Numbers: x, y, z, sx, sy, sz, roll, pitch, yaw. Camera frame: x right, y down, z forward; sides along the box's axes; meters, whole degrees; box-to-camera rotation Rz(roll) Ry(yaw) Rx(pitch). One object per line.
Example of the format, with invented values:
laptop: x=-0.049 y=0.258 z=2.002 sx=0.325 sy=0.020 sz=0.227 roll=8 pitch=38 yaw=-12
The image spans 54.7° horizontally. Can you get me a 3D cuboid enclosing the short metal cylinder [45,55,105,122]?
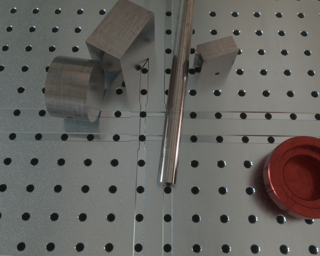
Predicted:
short metal cylinder: x=-0.107 y=-0.050 z=0.400 sx=0.050 sy=0.080 sz=0.080 roll=8 pitch=70 yaw=3

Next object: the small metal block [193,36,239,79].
small metal block: x=0.077 y=-0.099 z=0.435 sx=0.050 sy=0.050 sz=0.025 roll=-17 pitch=71 yaw=-6

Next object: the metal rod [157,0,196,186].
metal rod: x=0.027 y=-0.070 z=0.437 sx=0.025 sy=0.025 sz=0.299 roll=7 pitch=70 yaw=2

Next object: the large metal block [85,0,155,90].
large metal block: x=-0.049 y=-0.113 z=0.423 sx=0.050 sy=0.080 sz=0.080 roll=29 pitch=73 yaw=10

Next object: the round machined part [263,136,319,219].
round machined part: x=0.176 y=0.062 z=0.382 sx=0.099 sy=0.042 sz=0.098 roll=0 pitch=70 yaw=-1
